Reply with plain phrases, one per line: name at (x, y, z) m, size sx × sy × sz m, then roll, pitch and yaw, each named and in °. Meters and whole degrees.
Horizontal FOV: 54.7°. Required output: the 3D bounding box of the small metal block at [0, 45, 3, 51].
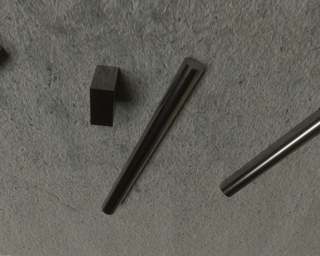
small metal block at (-0.210, -0.085, 0.332) m, size 0.050 × 0.025 × 0.050 m, roll -31°, pitch 124°, yaw 23°

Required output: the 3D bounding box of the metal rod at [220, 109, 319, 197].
metal rod at (0.193, 0.007, 0.414) m, size 0.025 × 0.025 × 0.299 m, roll 29°, pitch 124°, yaw -23°

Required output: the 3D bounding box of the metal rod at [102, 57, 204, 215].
metal rod at (-0.024, 0.032, 0.433) m, size 0.025 × 0.025 × 0.298 m, roll 19°, pitch 128°, yaw -16°

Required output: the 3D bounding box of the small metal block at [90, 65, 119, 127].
small metal block at (-0.064, -0.037, 0.358) m, size 0.025 × 0.050 × 0.050 m, roll 6°, pitch 130°, yaw -5°
